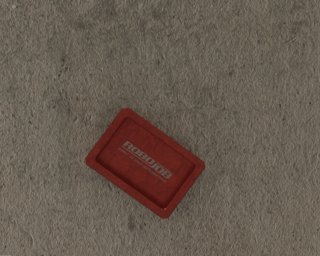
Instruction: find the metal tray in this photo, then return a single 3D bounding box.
[{"bbox_3d":[-0.019,0.045,0.408,0.130,0.030,0.090,36,90,-1],"label":"metal tray"}]
